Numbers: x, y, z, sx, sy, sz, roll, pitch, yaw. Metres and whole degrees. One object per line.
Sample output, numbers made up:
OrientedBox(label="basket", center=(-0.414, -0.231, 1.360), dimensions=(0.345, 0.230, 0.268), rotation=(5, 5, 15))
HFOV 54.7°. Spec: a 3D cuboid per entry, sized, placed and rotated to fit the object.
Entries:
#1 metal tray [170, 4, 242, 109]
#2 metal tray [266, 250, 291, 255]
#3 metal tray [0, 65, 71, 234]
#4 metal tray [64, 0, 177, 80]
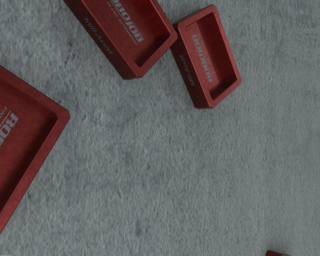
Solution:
OrientedBox(label="metal tray", center=(0.068, -0.104, 0.460), dimensions=(0.091, 0.030, 0.129), rotation=(-39, 114, -33))
OrientedBox(label="metal tray", center=(0.230, 0.311, 0.598), dimensions=(0.090, 0.030, 0.130), rotation=(27, 73, -37))
OrientedBox(label="metal tray", center=(-0.152, 0.017, 0.274), dimensions=(0.090, 0.030, 0.130), rotation=(39, 66, -33))
OrientedBox(label="metal tray", center=(-0.043, -0.134, 0.366), dimensions=(0.090, 0.030, 0.130), rotation=(-52, 121, -27))
